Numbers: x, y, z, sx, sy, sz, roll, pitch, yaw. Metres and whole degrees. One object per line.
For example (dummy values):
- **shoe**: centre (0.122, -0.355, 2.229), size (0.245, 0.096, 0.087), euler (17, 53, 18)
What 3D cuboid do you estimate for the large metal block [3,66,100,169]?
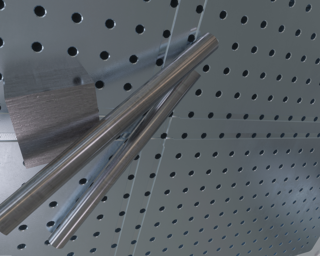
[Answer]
- **large metal block**: centre (-0.110, -0.013, 0.327), size (0.081, 0.050, 0.079), euler (-14, 125, -21)

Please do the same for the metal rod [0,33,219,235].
- **metal rod**: centre (-0.040, -0.011, 0.326), size (0.301, 0.025, 0.025), euler (-43, 132, -21)

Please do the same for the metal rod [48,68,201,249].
- **metal rod**: centre (-0.051, 0.042, 0.409), size (0.025, 0.025, 0.299), euler (32, 100, -38)
